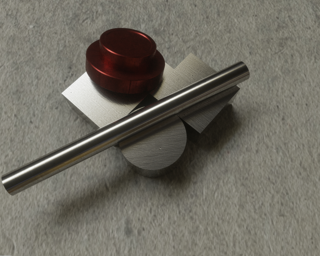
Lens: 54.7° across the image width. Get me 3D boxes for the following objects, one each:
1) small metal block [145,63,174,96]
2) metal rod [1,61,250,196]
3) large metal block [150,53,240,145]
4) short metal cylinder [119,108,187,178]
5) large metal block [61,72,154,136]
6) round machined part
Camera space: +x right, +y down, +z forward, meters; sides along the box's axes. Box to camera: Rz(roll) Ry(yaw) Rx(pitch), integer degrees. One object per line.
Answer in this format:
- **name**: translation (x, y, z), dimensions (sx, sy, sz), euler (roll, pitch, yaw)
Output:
- **small metal block**: translation (-0.010, -0.070, 0.434), dimensions (0.050, 0.025, 0.050), euler (41, 75, 13)
- **metal rod**: translation (-0.030, -0.005, 0.357), dimensions (0.302, 0.025, 0.025), euler (-27, 73, -10)
- **large metal block**: translation (0.044, -0.038, 0.411), dimensions (0.080, 0.050, 0.080), euler (40, 74, 13)
- **short metal cylinder**: translation (-0.009, 0.018, 0.389), dimensions (0.081, 0.050, 0.080), euler (0, 70, 0)
- **large metal block**: translation (-0.065, -0.037, 0.408), dimensions (0.080, 0.050, 0.080), euler (40, 75, 13)
- **round machined part**: translation (-0.041, -0.089, 0.385), dimensions (0.099, 0.042, 0.098), euler (8, 43, -8)
